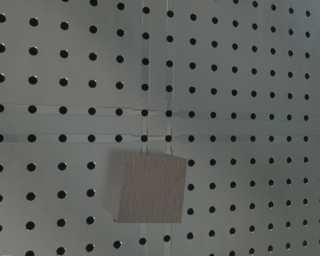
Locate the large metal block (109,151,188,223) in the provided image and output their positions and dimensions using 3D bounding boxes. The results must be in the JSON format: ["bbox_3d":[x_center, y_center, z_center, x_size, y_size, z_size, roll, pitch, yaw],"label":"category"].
[{"bbox_3d":[-0.016,0.074,0.393,0.081,0.050,0.080,7,88,-20],"label":"large metal block"}]
